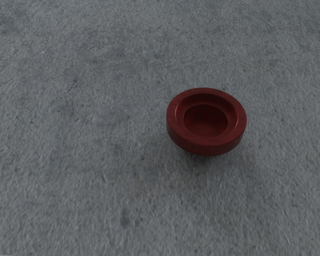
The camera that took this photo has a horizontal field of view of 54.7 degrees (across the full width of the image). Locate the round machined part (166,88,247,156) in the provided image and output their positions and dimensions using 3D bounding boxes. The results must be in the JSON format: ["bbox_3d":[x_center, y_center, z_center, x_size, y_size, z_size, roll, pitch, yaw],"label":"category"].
[{"bbox_3d":[0.057,-0.003,0.396,0.099,0.042,0.098,0,50,0],"label":"round machined part"}]
